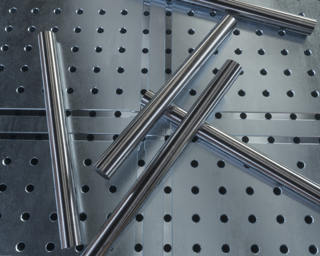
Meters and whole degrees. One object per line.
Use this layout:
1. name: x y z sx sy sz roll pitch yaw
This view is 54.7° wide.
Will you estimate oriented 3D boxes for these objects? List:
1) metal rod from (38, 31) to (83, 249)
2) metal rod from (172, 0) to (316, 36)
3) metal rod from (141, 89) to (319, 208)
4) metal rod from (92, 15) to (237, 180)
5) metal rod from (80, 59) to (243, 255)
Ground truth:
1. metal rod: -0.135 0.001 0.409 0.025 0.025 0.299 -12 71 -5
2. metal rod: 0.088 -0.196 0.484 0.301 0.025 0.025 17 71 5
3. metal rod: 0.108 0.032 0.401 0.301 0.025 0.025 30 73 10
4. metal rod: 0.020 -0.056 0.408 0.025 0.025 0.301 34 64 11
5. metal rod: 0.007 0.037 0.379 0.025 0.025 0.300 35 81 11
